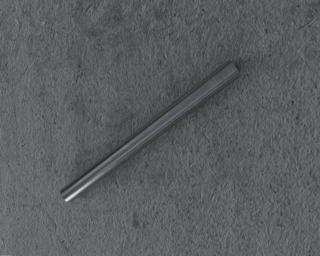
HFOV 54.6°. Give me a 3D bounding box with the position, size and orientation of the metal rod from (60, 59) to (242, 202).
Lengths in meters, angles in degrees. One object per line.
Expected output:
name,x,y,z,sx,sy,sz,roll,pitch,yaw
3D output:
metal rod,-0.023,0.013,0.419,0.300,0.025,0.025,-37,78,16
